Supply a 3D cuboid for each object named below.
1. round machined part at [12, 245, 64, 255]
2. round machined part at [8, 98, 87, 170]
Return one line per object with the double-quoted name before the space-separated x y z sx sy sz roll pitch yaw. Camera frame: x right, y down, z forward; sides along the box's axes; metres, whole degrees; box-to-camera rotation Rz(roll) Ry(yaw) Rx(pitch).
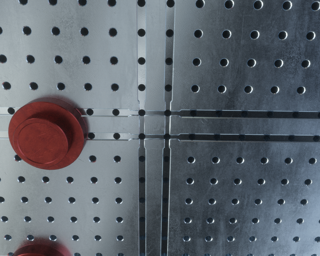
"round machined part" -0.197 0.238 0.489 0.099 0.042 0.097 0 110 -1
"round machined part" -0.150 0.013 0.407 0.099 0.042 0.097 0 110 -1
